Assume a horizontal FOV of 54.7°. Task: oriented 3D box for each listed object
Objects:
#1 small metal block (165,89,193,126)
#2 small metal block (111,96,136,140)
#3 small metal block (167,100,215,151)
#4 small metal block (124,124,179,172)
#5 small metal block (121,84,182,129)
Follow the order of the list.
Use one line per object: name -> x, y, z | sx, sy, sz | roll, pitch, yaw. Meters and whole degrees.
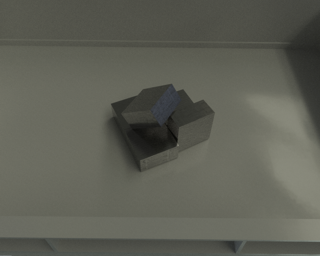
small metal block -> 0.020, -0.021, 0.421 | 0.050, 0.025, 0.050 | -20, 53, -16
small metal block -> -0.032, -0.015, 0.415 | 0.050, 0.025, 0.050 | -20, 53, -16
small metal block -> 0.037, -0.002, 0.389 | 0.050, 0.050, 0.025 | -22, 54, -19
small metal block -> -0.011, 0.020, 0.386 | 0.050, 0.025, 0.050 | -20, 53, -16
small metal block -> -0.010, -0.026, 0.376 | 0.050, 0.025, 0.050 | -4, 39, 44
